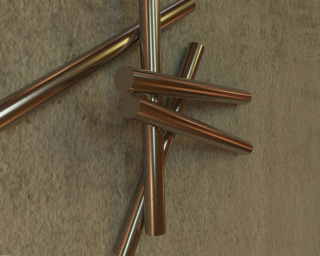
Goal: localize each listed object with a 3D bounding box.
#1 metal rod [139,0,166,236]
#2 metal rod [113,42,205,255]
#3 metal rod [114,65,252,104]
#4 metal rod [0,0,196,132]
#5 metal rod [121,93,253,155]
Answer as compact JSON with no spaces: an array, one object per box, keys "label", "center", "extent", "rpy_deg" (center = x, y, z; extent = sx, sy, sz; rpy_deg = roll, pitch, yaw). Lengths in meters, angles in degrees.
[{"label":"metal rod","center":[-0.009,-0.025,0.364],"extent":[0.025,0.025,0.298],"rpy_deg":[-3,92,-40]},{"label":"metal rod","center":[0.004,0.018,0.410],"extent":[0.025,0.025,0.299],"rpy_deg":[32,70,-36]},{"label":"metal rod","center":[0.056,-0.049,0.409],"extent":[0.302,0.025,0.025],"rpy_deg":[-2,92,-54]},{"label":"metal rod","center":[-0.055,-0.091,0.359],"extent":[0.302,0.025,0.025],"rpy_deg":[-42,116,-32]},{"label":"metal rod","center":[0.060,0.007,0.414],"extent":[0.301,0.025,0.025],"rpy_deg":[18,79,-52]}]
